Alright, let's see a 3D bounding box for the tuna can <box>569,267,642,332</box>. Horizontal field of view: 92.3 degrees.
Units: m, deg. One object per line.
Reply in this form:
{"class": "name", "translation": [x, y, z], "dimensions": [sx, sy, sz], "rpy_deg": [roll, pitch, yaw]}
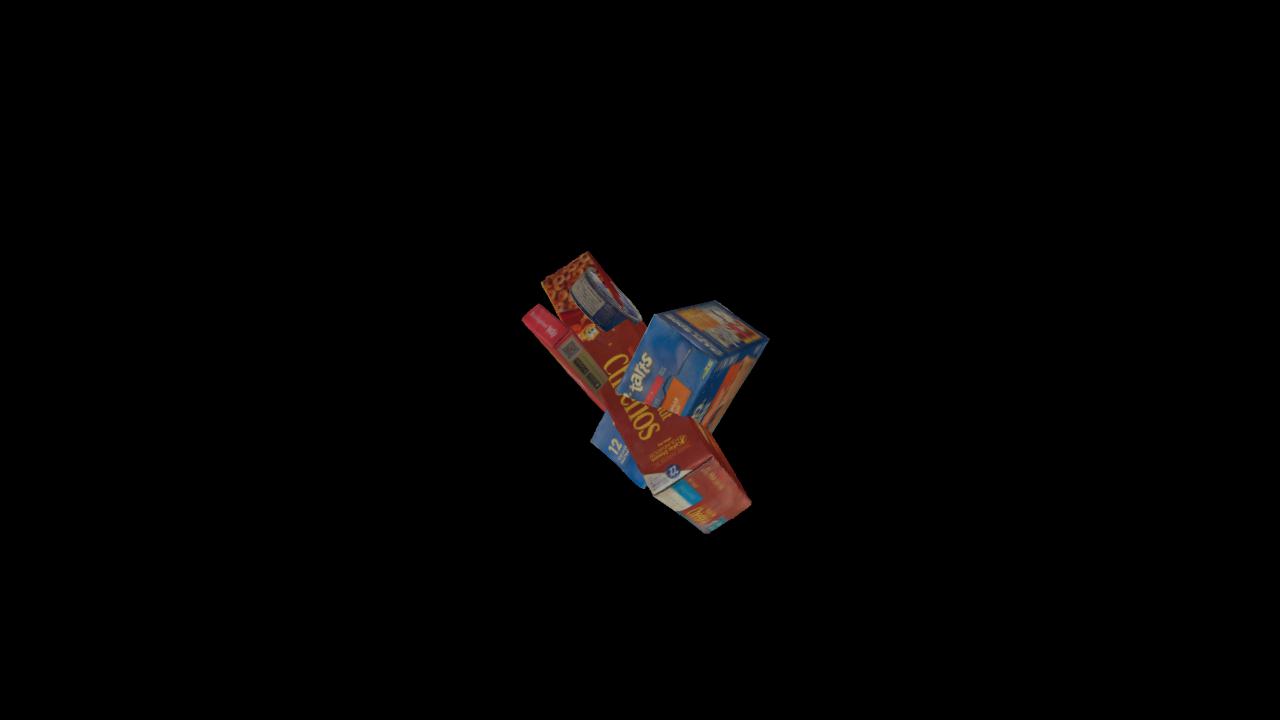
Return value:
{"class": "tuna can", "translation": [-0.038, -0.062, 0.687], "dimensions": [0.034, 0.084, 0.084], "rpy_deg": [-45, -13, 13]}

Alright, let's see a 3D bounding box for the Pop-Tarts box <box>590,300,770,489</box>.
{"class": "Pop-Tarts box", "translation": [0.045, 0.032, 0.663], "dimensions": [0.083, 0.167, 0.141], "rpy_deg": [37, 27, 21]}

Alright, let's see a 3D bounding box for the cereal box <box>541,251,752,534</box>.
{"class": "cereal box", "translation": [0.008, 0.041, 0.724], "dimensions": [0.081, 0.306, 0.203], "rpy_deg": [-33, -31, 4]}

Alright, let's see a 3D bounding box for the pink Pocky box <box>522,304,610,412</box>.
{"class": "pink Pocky box", "translation": [-0.060, 0.011, 0.665], "dimensions": [0.084, 0.029, 0.155], "rpy_deg": [37, -13, 50]}
